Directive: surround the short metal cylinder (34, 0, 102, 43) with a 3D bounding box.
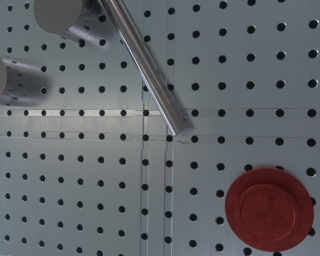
[{"bbox_3d":[-0.132,-0.169,0.446,0.080,0.050,0.079,0,90,20],"label":"short metal cylinder"}]

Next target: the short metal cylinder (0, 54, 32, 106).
[{"bbox_3d":[-0.253,-0.075,0.488,0.080,0.050,0.079,0,90,20],"label":"short metal cylinder"}]

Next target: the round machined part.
[{"bbox_3d":[0.125,0.096,0.359,0.098,0.042,0.097,0,90,20],"label":"round machined part"}]

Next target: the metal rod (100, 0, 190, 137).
[{"bbox_3d":[-0.041,-0.125,0.426,0.025,0.025,0.299,-31,80,17],"label":"metal rod"}]
